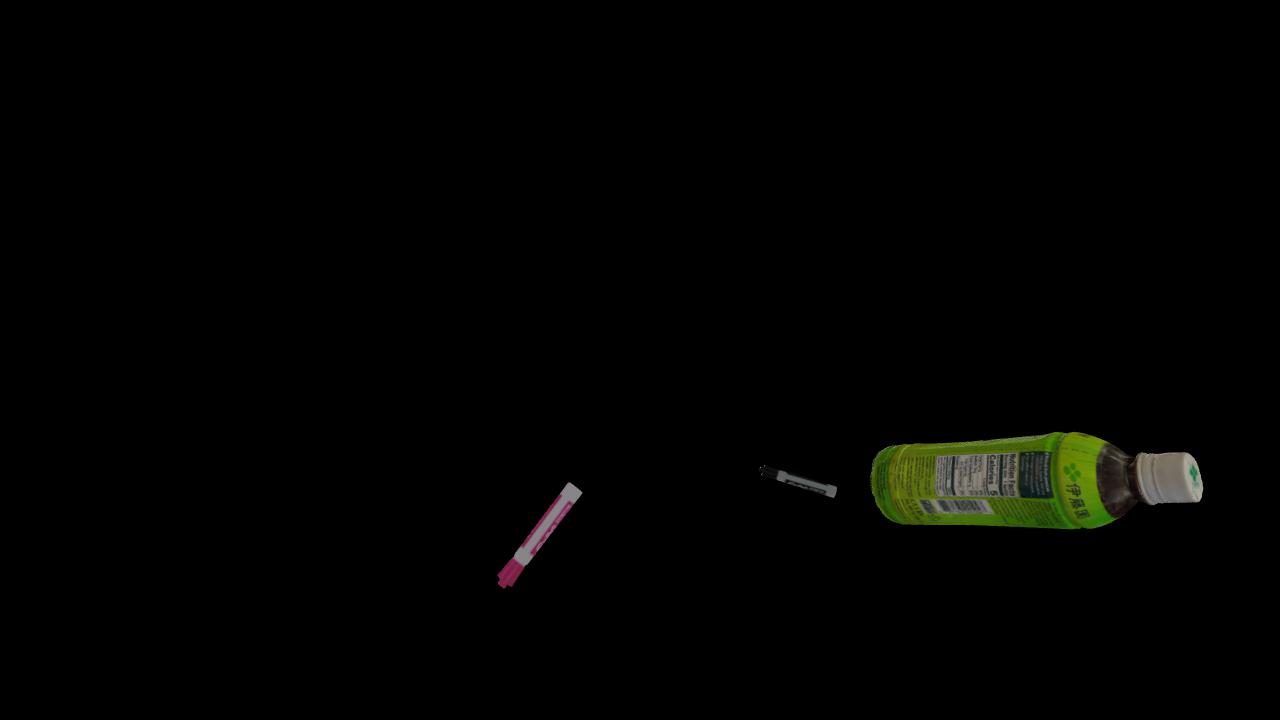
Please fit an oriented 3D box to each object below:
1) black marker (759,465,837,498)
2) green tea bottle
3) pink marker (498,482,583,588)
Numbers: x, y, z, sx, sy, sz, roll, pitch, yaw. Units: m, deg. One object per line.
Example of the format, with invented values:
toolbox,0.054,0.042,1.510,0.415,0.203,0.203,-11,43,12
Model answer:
black marker,0.248,0.191,0.971,0.121,0.020,0.020,16,2,8
green tea bottle,0.281,0.092,0.462,0.073,0.073,0.212,0,-9,-33
pink marker,-0.103,0.179,0.628,0.020,0.121,0.020,35,-15,11
